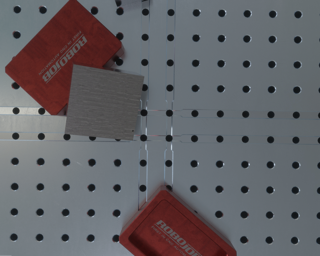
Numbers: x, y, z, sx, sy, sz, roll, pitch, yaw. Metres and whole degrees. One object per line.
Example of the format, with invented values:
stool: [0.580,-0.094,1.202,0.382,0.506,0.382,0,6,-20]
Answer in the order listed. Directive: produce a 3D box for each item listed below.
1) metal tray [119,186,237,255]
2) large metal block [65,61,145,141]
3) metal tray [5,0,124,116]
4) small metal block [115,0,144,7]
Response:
metal tray: [0.023,0.152,0.411,0.130,0.030,0.090,41,90,0]
large metal block: [-0.071,-0.033,0.381,0.081,0.050,0.079,7,103,-19]
metal tray: [-0.124,-0.091,0.410,0.090,0.030,0.130,43,90,0]
small metal block: [-0.041,-0.196,0.413,0.050,0.025,0.050,-15,90,0]
